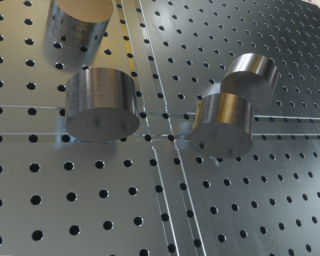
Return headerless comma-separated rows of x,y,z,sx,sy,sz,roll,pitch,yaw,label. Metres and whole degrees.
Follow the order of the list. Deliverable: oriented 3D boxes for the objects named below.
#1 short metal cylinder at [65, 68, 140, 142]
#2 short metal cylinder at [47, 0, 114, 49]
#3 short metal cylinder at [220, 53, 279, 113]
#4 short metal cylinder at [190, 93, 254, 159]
-0.066,-0.024,0.352,0.081,0.080,0.050,5,60,-26,short metal cylinder
-0.111,-0.158,0.429,0.081,0.050,0.080,14,56,-21,short metal cylinder
0.142,-0.070,0.492,0.080,0.080,0.050,36,51,-5,short metal cylinder
0.085,-0.001,0.419,0.080,0.080,0.050,26,53,-12,short metal cylinder
